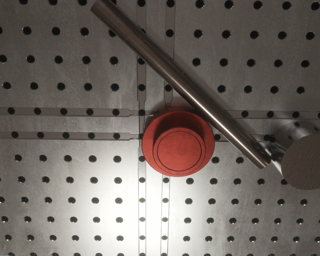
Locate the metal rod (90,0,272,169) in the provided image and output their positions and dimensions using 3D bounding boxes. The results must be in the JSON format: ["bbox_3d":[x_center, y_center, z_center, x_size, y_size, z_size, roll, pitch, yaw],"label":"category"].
[{"bbox_3d":[0.037,-0.049,0.395,0.300,0.025,0.025,41,105,-14],"label":"metal rod"}]

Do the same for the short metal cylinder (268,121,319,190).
[{"bbox_3d":[0.194,0.036,0.416,0.081,0.050,0.079,0,110,0],"label":"short metal cylinder"}]

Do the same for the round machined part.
[{"bbox_3d":[0.025,0.023,0.413,0.099,0.042,0.097,0,110,-1],"label":"round machined part"}]
